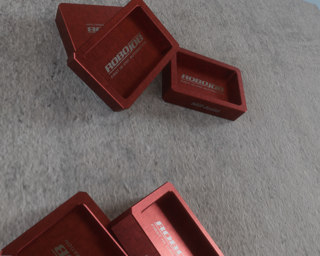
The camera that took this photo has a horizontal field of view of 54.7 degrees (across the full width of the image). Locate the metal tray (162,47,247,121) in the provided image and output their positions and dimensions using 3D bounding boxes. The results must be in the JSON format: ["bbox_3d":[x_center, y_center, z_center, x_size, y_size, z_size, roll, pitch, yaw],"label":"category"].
[{"bbox_3d":[0.068,-0.069,0.481,0.131,0.030,0.090,14,56,-21],"label":"metal tray"}]

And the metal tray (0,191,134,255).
[{"bbox_3d":[-0.067,0.135,0.282,0.130,0.030,0.091,49,51,6],"label":"metal tray"}]

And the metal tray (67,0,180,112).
[{"bbox_3d":[-0.042,-0.096,0.402,0.090,0.030,0.130,47,62,-19],"label":"metal tray"}]

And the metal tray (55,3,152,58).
[{"bbox_3d":[-0.072,-0.132,0.444,0.131,0.030,0.090,-11,67,-33],"label":"metal tray"}]

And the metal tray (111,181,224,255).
[{"bbox_3d":[0.019,0.126,0.311,0.130,0.030,0.090,53,26,9],"label":"metal tray"}]
